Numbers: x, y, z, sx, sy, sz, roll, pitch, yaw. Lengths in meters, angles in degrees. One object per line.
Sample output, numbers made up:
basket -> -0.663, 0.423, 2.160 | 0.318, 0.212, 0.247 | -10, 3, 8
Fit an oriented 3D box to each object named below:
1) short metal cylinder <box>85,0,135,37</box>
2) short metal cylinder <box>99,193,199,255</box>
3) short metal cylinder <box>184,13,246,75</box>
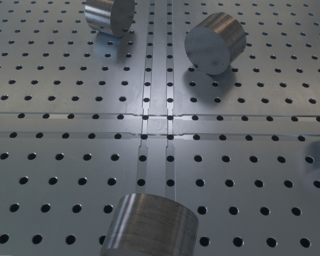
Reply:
short metal cylinder -> -0.086, -0.206, 0.545 | 0.050, 0.080, 0.080 | 22, 53, 17
short metal cylinder -> -0.008, 0.103, 0.285 | 0.080, 0.080, 0.050 | 11, 51, 9
short metal cylinder -> 0.086, -0.130, 0.482 | 0.080, 0.080, 0.050 | 31, 57, 23
